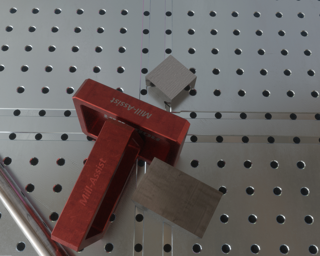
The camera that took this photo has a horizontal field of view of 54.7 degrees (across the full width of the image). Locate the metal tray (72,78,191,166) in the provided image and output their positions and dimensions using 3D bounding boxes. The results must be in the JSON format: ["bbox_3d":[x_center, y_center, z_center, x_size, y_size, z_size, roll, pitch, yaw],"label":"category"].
[{"bbox_3d":[-0.035,0.000,0.374,0.130,0.090,0.030,23,62,8],"label":"metal tray"}]

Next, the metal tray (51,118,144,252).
[{"bbox_3d":[-0.062,0.061,0.344,0.030,0.090,0.130,22,80,9],"label":"metal tray"}]

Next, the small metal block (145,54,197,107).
[{"bbox_3d":[0.015,-0.066,0.436,0.050,0.025,0.050,43,75,13],"label":"small metal block"}]

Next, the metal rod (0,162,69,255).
[{"bbox_3d":[-0.131,0.137,0.360,0.025,0.025,0.300,-40,75,-13],"label":"metal rod"}]

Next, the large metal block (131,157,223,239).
[{"bbox_3d":[0.017,0.083,0.353,0.080,0.080,0.050,27,72,9],"label":"large metal block"}]
